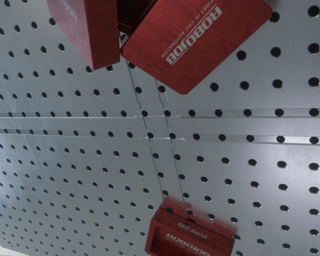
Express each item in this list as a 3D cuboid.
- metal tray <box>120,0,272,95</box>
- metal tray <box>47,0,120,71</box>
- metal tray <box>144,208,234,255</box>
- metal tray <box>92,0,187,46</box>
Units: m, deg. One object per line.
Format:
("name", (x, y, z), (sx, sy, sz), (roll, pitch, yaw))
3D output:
("metal tray", (0.031, -0.100, 0.309), (0.090, 0.030, 0.129), (30, 132, -21))
("metal tray", (-0.086, -0.132, 0.319), (0.130, 0.030, 0.090), (51, 153, 32))
("metal tray", (0.044, 0.194, 0.505), (0.130, 0.030, 0.089), (21, 127, 15))
("metal tray", (-0.035, -0.152, 0.332), (0.130, 0.030, 0.089), (25, 128, 12))
